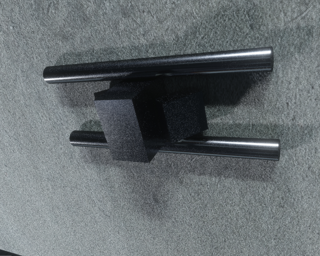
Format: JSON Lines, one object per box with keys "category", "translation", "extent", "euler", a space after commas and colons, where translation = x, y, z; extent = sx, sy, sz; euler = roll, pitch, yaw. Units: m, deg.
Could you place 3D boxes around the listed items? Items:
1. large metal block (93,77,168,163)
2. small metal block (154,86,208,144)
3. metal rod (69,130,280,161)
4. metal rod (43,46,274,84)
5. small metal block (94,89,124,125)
{"category": "large metal block", "translation": [-0.026, -0.014, 0.379], "extent": [0.050, 0.080, 0.079], "euler": [1, 119, 27]}
{"category": "small metal block", "translation": [0.026, -0.016, 0.366], "extent": [0.025, 0.050, 0.050], "euler": [40, 147, 60]}
{"category": "metal rod", "translation": [0.001, 0.021, 0.419], "extent": [0.301, 0.025, 0.025], "euler": [2, 119, 27]}
{"category": "metal rod", "translation": [-0.023, -0.072, 0.374], "extent": [0.301, 0.025, 0.025], "euler": [2, 119, 27]}
{"category": "small metal block", "translation": [-0.067, -0.020, 0.412], "extent": [0.025, 0.050, 0.050], "euler": [-17, 116, -8]}
